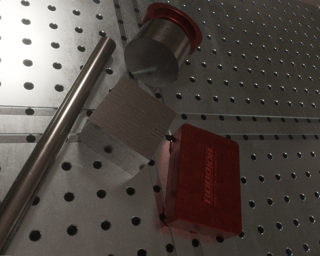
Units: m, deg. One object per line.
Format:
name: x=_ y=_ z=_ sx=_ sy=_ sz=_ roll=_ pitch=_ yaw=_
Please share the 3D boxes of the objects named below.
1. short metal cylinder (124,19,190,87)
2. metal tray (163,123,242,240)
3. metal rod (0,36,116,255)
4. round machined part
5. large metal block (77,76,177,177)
short metal cylinder: x=-0.003 y=-0.105 z=0.437 sx=0.080 sy=0.080 sz=0.050 roll=33 pitch=52 yaw=-8
metal tray: x=0.057 y=0.066 z=0.398 sx=0.091 sy=0.030 sz=0.130 roll=20 pitch=54 yaw=-17
metal rod: x=-0.111 y=-0.005 z=0.352 sx=0.025 sy=0.025 sz=0.300 roll=27 pitch=52 yaw=-12
round machined part: x=0.015 y=-0.150 z=0.494 sx=0.099 sy=0.042 sz=0.098 roll=18 pitch=48 yaw=-21
large metal block: x=-0.038 y=-0.002 z=0.374 sx=0.080 sy=0.050 sz=0.080 roll=35 pitch=51 yaw=-6
